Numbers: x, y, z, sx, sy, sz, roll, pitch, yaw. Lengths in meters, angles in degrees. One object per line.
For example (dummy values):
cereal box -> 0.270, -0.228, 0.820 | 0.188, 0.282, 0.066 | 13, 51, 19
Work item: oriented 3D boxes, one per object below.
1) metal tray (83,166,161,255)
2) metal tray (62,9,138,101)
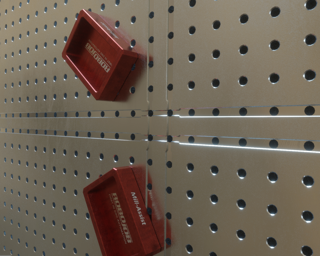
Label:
metal tray -> -0.060, 0.133, 0.457 | 0.090, 0.030, 0.130 | -35, 68, 34
metal tray -> -0.099, -0.115, 0.489 | 0.130, 0.030, 0.090 | 48, 119, 29
